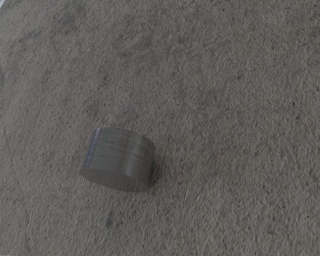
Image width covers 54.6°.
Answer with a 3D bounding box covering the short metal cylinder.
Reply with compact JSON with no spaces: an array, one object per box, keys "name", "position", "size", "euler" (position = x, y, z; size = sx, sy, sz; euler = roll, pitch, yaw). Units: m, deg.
[{"name":"short metal cylinder","position":[-0.049,0.040,0.371],"size":[0.080,0.080,0.050],"euler":[-2,61,27]}]
